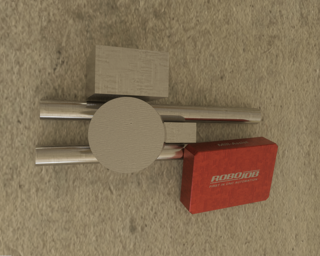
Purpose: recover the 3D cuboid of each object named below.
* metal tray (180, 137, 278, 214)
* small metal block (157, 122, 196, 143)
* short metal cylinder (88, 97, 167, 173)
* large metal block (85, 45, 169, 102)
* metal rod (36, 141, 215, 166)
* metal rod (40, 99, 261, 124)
[{"bbox_3d":[0.096,0.063,0.430,0.131,0.030,0.089,-4,109,-22],"label":"metal tray"},{"bbox_3d":[0.013,0.005,0.402,0.050,0.050,0.025,1,90,-20],"label":"small metal block"},{"bbox_3d":[-0.034,0.008,0.347,0.080,0.050,0.079,0,88,3],"label":"short metal cylinder"},{"bbox_3d":[-0.042,-0.060,0.367,0.081,0.080,0.050,1,90,-20],"label":"large metal block"},{"bbox_3d":[-0.002,0.031,0.411,0.303,0.025,0.025,0,90,-21],"label":"metal rod"},{"bbox_3d":[0.003,-0.020,0.412,0.303,0.025,0.025,1,90,-21],"label":"metal rod"}]
